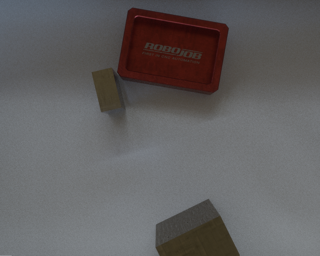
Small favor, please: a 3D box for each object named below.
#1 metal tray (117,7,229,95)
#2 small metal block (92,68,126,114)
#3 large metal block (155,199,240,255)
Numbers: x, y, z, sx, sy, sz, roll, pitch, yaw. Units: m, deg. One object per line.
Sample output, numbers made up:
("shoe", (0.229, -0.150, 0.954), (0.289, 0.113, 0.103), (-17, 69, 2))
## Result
("metal tray", (0.017, -0.099, 0.409), (0.131, 0.030, 0.089), (10, 90, -1))
("small metal block", (-0.065, -0.046, 0.398), (0.025, 0.050, 0.050), (-13, 90, 0))
("large metal block", (0.042, 0.137, 0.385), (0.080, 0.080, 0.050), (-26, 90, 0))
